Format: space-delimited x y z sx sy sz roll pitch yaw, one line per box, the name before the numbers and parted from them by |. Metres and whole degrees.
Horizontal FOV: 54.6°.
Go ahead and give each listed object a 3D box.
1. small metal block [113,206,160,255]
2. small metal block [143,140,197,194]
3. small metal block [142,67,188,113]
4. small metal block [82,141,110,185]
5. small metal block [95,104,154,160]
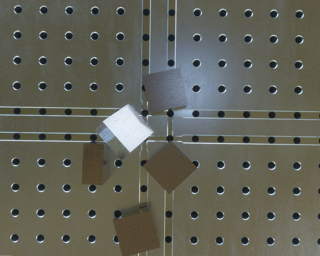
small metal block | -0.030 0.137 0.413 0.050 0.025 0.050 -15 90 0
small metal block | 0.013 0.051 0.413 0.050 0.025 0.050 -43 90 0
small metal block | 0.007 -0.049 0.413 0.050 0.025 0.050 -12 90 0
small metal block | -0.081 0.044 0.400 0.025 0.050 0.050 3 90 0
small metal block | -0.045 0.004 0.399 0.050 0.025 0.050 49 47 0
